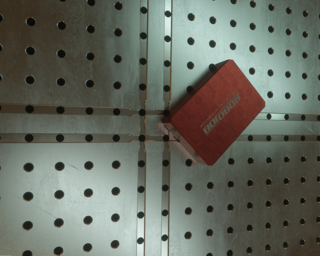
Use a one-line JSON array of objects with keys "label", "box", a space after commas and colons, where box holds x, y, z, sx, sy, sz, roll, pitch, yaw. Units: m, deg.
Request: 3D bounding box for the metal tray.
[{"label": "metal tray", "box": [0.079, -0.023, 0.441, 0.130, 0.030, 0.090, -45, 105, -15]}]
